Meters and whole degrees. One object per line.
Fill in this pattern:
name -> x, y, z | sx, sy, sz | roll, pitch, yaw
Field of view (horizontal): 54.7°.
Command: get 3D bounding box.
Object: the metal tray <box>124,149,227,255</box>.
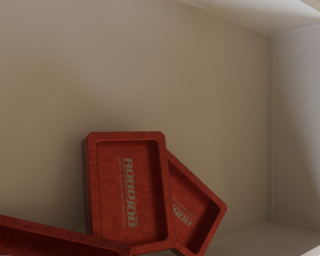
metal tray -> 0.019, 0.100, 0.400 | 0.130, 0.030, 0.090 | 44, 62, -16

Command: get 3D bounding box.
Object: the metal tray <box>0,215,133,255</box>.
metal tray -> -0.096, 0.127, 0.250 | 0.090, 0.131, 0.030 | -79, -176, -54

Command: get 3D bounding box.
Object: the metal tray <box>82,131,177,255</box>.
metal tray -> -0.035, 0.070, 0.341 | 0.091, 0.030, 0.129 | 0, 76, -25

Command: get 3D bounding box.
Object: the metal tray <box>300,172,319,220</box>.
metal tray -> 0.375, 0.153, 0.725 | 0.131, 0.030, 0.089 | -6, 94, -40
